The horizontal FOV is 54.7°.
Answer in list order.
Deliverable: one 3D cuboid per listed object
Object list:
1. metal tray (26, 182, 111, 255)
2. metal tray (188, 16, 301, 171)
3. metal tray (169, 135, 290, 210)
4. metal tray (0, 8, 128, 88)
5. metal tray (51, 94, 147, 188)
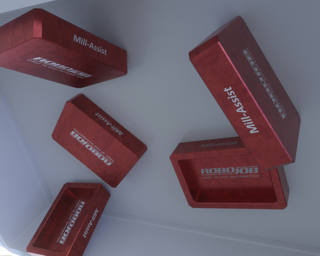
[{"bbox_3d":[-0.148,0.153,0.511,0.090,0.130,0.030,-4,135,30],"label":"metal tray"},{"bbox_3d":[0.088,-0.036,0.297,0.030,0.090,0.130,-26,104,37],"label":"metal tray"},{"bbox_3d":[0.087,0.059,0.395,0.130,0.030,0.090,-8,115,31],"label":"metal tray"},{"bbox_3d":[-0.111,-0.082,0.353,0.090,0.131,0.030,-9,78,32],"label":"metal tray"},{"bbox_3d":[-0.094,0.021,0.469,0.130,0.030,0.089,39,129,1],"label":"metal tray"}]
